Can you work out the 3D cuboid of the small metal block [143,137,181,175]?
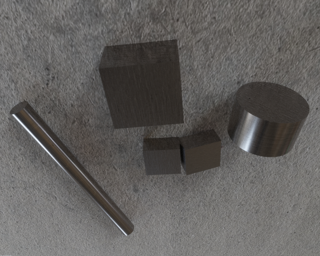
[{"bbox_3d":[0.004,0.041,0.442,0.050,0.025,0.050,-3,130,2],"label":"small metal block"}]

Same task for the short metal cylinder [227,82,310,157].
[{"bbox_3d":[0.124,-0.012,0.363,0.081,0.080,0.050,2,130,-3],"label":"short metal cylinder"}]

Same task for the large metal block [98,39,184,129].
[{"bbox_3d":[-0.017,-0.048,0.350,0.080,0.050,0.080,-5,130,3],"label":"large metal block"}]

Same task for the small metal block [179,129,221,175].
[{"bbox_3d":[0.056,0.034,0.429,0.050,0.025,0.050,-14,131,-9],"label":"small metal block"}]

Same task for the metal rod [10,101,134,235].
[{"bbox_3d":[-0.116,0.079,0.472,0.025,0.025,0.299,-18,128,14],"label":"metal rod"}]
